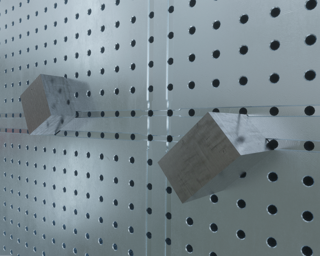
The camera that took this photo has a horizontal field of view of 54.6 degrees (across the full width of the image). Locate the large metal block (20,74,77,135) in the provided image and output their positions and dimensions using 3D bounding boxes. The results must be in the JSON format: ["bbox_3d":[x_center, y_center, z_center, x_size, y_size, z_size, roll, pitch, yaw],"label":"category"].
[{"bbox_3d":[-0.204,-0.040,0.564,0.080,0.050,0.080,-31,71,36],"label":"large metal block"}]

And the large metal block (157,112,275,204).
[{"bbox_3d":[0.059,0.030,0.325,0.080,0.081,0.050,-48,62,30],"label":"large metal block"}]
